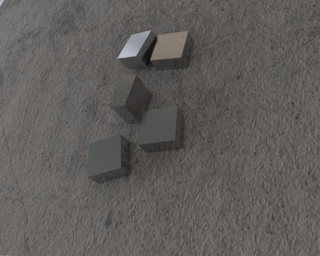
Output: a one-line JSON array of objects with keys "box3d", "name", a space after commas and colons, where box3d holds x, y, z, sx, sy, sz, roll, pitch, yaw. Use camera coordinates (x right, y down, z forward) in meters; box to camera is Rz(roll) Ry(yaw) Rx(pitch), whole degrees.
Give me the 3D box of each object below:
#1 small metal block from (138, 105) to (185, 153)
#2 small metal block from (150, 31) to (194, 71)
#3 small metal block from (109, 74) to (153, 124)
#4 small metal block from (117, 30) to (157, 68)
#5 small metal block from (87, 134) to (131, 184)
[{"box3d": [0.003, 0.002, 0.401, 0.050, 0.025, 0.050, -9, 58, 23], "name": "small metal block"}, {"box3d": [0.019, -0.115, 0.465, 0.050, 0.025, 0.050, 1, 62, 28], "name": "small metal block"}, {"box3d": [-0.039, -0.039, 0.432, 0.025, 0.050, 0.050, 4, 64, 30], "name": "small metal block"}, {"box3d": [-0.033, -0.123, 0.489, 0.050, 0.025, 0.050, 7, 64, 48], "name": "small metal block"}, {"box3d": [-0.068, 0.042, 0.414, 0.050, 0.025, 0.050, -17, 55, 18], "name": "small metal block"}]
